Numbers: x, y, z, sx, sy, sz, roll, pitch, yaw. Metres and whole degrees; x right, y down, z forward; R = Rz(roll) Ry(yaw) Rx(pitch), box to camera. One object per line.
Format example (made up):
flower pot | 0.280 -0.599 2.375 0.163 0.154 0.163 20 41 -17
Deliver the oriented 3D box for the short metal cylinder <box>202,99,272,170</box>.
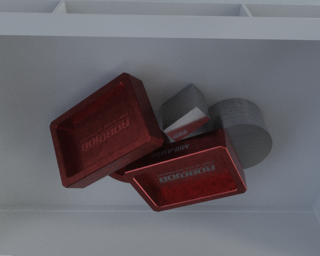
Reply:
short metal cylinder | 0.097 0.009 0.399 0.081 0.050 0.079 0 130 0

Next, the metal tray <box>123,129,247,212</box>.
metal tray | 0.032 0.058 0.391 0.130 0.030 0.090 -18 128 20

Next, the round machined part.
round machined part | -0.033 0.029 0.421 0.099 0.042 0.097 -1 130 0

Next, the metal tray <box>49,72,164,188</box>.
metal tray | -0.068 0.006 0.366 0.130 0.090 0.030 -30 156 22

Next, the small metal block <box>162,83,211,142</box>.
small metal block | 0.030 -0.019 0.374 0.050 0.050 0.025 -36 122 24
